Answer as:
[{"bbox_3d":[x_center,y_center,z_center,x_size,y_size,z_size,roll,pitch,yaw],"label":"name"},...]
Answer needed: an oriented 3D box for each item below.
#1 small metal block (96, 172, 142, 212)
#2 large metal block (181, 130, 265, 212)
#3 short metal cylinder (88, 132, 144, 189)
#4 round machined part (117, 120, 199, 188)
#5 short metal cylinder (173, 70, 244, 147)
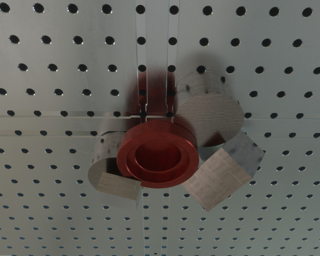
[{"bbox_3d":[-0.052,0.083,0.400,0.050,0.025,0.050,14,149,4],"label":"small metal block"},{"bbox_3d":[0.085,0.053,0.413,0.050,0.080,0.080,46,122,7],"label":"large metal block"},{"bbox_3d":[-0.057,0.052,0.438,0.081,0.050,0.079,0,130,0],"label":"short metal cylinder"},{"bbox_3d":[-0.002,0.028,0.386,0.099,0.042,0.097,0,130,0],"label":"round machined part"},{"bbox_3d":[0.056,-0.023,0.376,0.081,0.050,0.079,0,130,0],"label":"short metal cylinder"}]
